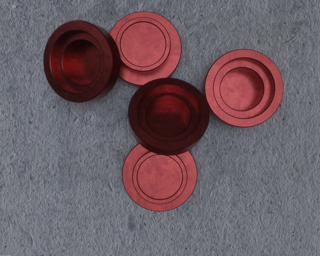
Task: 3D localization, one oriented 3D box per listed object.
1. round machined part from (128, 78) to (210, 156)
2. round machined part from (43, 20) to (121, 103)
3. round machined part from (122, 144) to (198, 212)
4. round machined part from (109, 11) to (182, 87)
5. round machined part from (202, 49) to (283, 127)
[{"bbox_3d":[0.010,-0.011,0.392,0.099,0.042,0.098,1,67,-3],"label":"round machined part"},{"bbox_3d":[-0.093,-0.082,0.391,0.098,0.042,0.097,3,98,20],"label":"round machined part"},{"bbox_3d":[0.000,0.060,0.402,0.099,0.042,0.097,0,90,-1],"label":"round machined part"},{"bbox_3d":[-0.021,-0.104,0.402,0.099,0.042,0.097,0,90,-1],"label":"round machined part"},{"bbox_3d":[0.104,-0.050,0.404,0.099,0.042,0.097,0,90,-1],"label":"round machined part"}]
